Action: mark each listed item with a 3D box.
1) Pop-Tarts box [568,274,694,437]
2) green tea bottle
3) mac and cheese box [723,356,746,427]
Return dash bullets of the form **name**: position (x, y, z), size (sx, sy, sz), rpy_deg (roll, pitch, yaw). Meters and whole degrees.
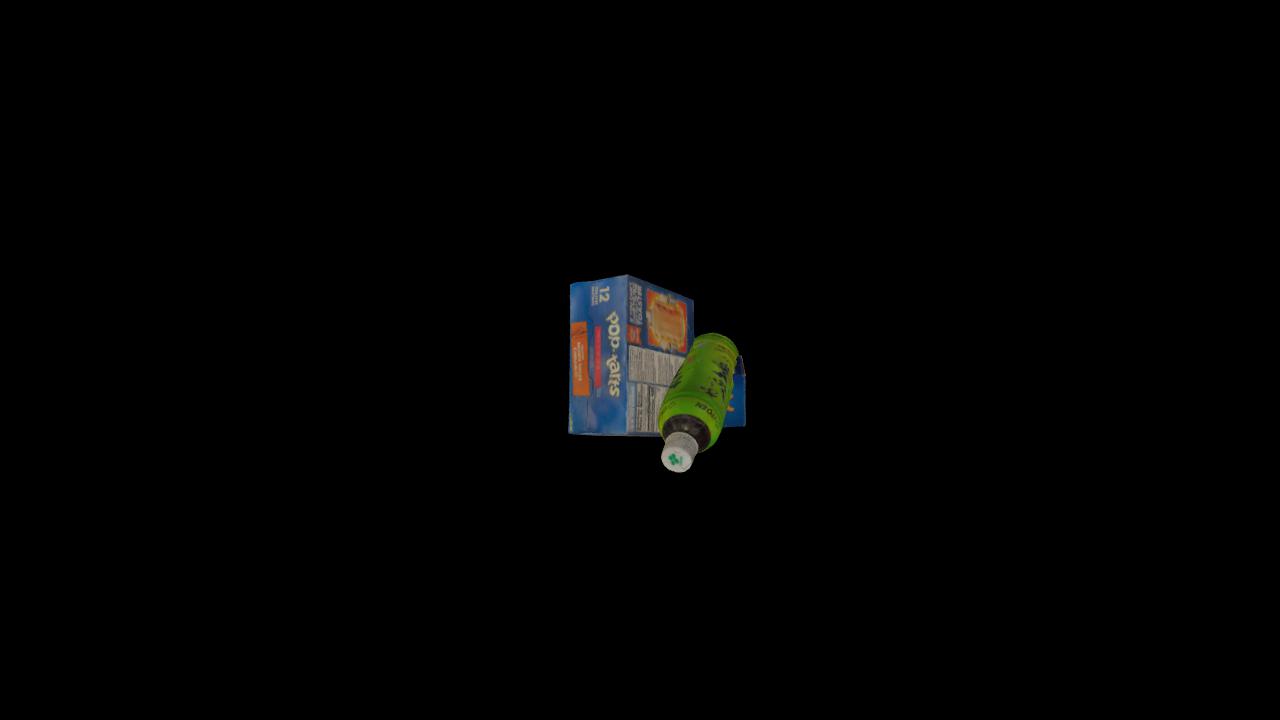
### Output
- **Pop-Tarts box**: position (-0.006, 0.003, 0.698), size (0.083, 0.167, 0.141), rpy_deg (-6, -10, 34)
- **green tea bottle**: position (0.063, 0.046, 0.670), size (0.073, 0.073, 0.212), rpy_deg (0, 30, 16)
- **mac and cheese box**: position (0.035, 0.045, 0.755), size (0.184, 0.093, 0.041), rpy_deg (-4, 41, 6)
